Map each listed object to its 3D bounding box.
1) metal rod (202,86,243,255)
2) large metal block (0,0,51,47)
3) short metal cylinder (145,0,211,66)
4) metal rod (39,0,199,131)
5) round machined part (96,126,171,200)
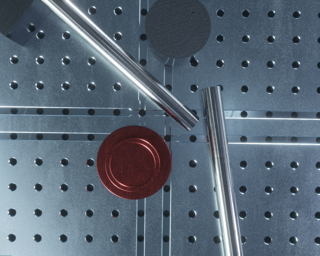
[{"bbox_3d":[0.088,0.094,0.414,0.025,0.025,0.298,-8,90,0],"label":"metal rod"},{"bbox_3d":[-0.194,-0.166,0.398,0.080,0.050,0.080,38,90,-1],"label":"large metal block"},{"bbox_3d":[0.022,-0.124,0.401,0.081,0.050,0.079,0,90,-1],"label":"short metal cylinder"},{"bbox_3d":[-0.067,-0.101,0.382,0.300,0.025,0.025,41,90,-12],"label":"metal rod"},{"bbox_3d":[-0.034,0.046,0.405,0.099,0.042,0.097,0,90,-1],"label":"round machined part"}]
